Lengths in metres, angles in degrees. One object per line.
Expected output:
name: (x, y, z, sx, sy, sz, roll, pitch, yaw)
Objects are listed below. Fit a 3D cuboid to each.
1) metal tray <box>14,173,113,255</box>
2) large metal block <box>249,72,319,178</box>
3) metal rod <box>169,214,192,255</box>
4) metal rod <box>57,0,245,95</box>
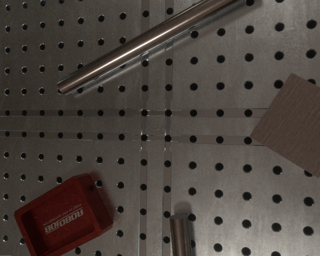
metal tray: (-0.146, 0.136, 0.459, 0.130, 0.030, 0.090, -31, 80, 17)
large metal block: (0.158, -0.004, 0.344, 0.080, 0.050, 0.080, 34, 101, 16)
metal rod: (0.039, 0.264, 0.398, 0.025, 0.025, 0.298, -6, 88, 19)
metal rod: (-0.013, -0.118, 0.416, 0.300, 0.025, 0.025, -24, 82, 18)
